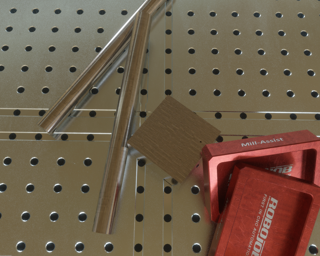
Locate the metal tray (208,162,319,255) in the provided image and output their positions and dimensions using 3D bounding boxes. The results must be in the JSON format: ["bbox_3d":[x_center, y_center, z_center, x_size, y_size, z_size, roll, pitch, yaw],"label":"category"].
[{"bbox_3d":[0.112,0.112,0.340,0.090,0.030,0.129,16,94,1],"label":"metal tray"}]

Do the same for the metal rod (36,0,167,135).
[{"bbox_3d":[-0.069,-0.114,0.452,0.025,0.025,0.300,33,73,11],"label":"metal rod"}]

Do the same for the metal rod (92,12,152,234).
[{"bbox_3d":[-0.046,-0.018,0.406,0.025,0.025,0.299,8,74,2],"label":"metal rod"}]

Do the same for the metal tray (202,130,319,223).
[{"bbox_3d":[0.118,0.056,0.361,0.131,0.030,0.089,-8,113,-4],"label":"metal tray"}]

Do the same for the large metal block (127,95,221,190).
[{"bbox_3d":[0.017,0.019,0.392,0.080,0.050,0.080,37,74,12],"label":"large metal block"}]
